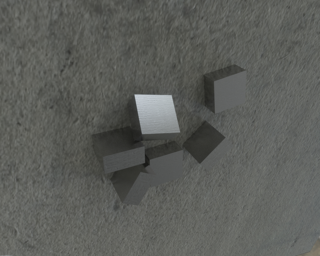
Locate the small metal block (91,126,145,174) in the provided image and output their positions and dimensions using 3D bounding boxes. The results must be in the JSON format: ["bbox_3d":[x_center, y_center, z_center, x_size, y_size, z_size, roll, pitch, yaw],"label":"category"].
[{"bbox_3d":[-0.051,0.025,0.380,0.050,0.050,0.025,-14,124,-21],"label":"small metal block"}]

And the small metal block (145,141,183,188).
[{"bbox_3d":[0.004,0.051,0.443,0.050,0.025,0.050,-15,125,-21],"label":"small metal block"}]

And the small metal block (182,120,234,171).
[{"bbox_3d":[0.068,0.025,0.446,0.050,0.050,0.025,-47,130,4],"label":"small metal block"}]

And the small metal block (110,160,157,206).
[{"bbox_3d":[-0.037,0.066,0.413,0.025,0.050,0.050,19,108,-36],"label":"small metal block"}]

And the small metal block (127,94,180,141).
[{"bbox_3d":[-0.008,-0.012,0.377,0.050,0.050,0.025,-2,159,-28],"label":"small metal block"}]

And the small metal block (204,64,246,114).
[{"bbox_3d":[0.089,-0.054,0.425,0.050,0.025,0.050,-21,127,-17],"label":"small metal block"}]
